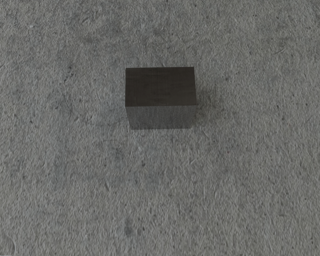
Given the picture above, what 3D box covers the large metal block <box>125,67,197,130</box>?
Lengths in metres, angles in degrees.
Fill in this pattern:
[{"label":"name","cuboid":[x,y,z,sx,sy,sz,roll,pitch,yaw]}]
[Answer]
[{"label":"large metal block","cuboid":[0.000,-0.035,0.393,0.081,0.080,0.050,-1,70,-1]}]
